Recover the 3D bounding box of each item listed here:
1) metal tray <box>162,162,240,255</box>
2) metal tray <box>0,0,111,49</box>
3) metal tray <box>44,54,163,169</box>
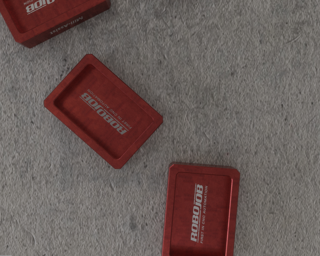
[{"bbox_3d":[0.052,0.113,0.407,0.091,0.030,0.129,5,90,0],"label":"metal tray"},{"bbox_3d":[-0.143,-0.174,0.405,0.130,0.030,0.090,-27,90,0],"label":"metal tray"},{"bbox_3d":[-0.072,-0.021,0.406,0.130,0.030,0.090,42,90,0],"label":"metal tray"}]
